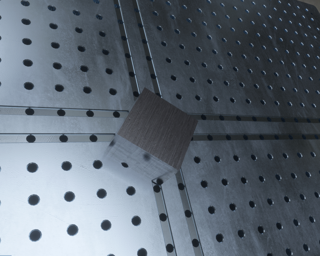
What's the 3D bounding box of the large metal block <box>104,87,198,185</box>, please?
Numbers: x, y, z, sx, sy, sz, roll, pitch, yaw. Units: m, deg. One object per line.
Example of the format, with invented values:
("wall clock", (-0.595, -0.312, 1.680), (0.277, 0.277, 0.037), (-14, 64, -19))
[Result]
("large metal block", (-0.009, 0.010, 0.382), (0.080, 0.050, 0.080), (32, 51, -8))
